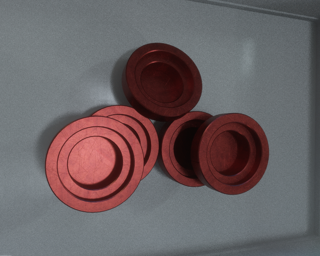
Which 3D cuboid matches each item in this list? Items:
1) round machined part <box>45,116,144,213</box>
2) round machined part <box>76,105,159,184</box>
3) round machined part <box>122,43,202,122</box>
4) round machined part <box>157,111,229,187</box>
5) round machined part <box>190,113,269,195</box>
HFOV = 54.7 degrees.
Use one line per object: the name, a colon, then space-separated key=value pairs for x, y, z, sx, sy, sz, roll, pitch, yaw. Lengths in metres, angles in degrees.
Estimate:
round machined part: x=-0.070 y=0.036 z=0.330 sx=0.099 sy=0.042 sz=0.097 roll=0 pitch=90 yaw=-20
round machined part: x=-0.054 y=0.022 z=0.380 sx=0.099 sy=0.042 sz=0.097 roll=0 pitch=90 yaw=-20
round machined part: x=0.000 y=-0.053 z=0.389 sx=0.099 sy=0.042 sz=0.098 roll=7 pitch=70 yaw=-19
round machined part: x=0.040 y=0.027 z=0.415 sx=0.099 sy=0.042 sz=0.097 roll=0 pitch=90 yaw=-20
round machined part: x=0.082 y=0.031 z=0.386 sx=0.099 sy=0.042 sz=0.097 roll=0 pitch=90 yaw=-20
